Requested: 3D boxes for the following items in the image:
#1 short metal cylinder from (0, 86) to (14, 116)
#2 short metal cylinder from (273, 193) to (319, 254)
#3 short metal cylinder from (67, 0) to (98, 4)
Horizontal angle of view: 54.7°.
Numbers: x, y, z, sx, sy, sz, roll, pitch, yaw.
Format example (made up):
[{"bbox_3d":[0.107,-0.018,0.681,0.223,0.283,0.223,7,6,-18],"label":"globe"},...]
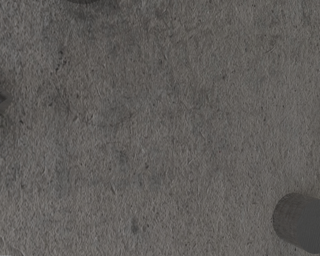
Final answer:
[{"bbox_3d":[-0.196,-0.019,0.308,0.050,0.080,0.080,42,77,-15],"label":"short metal cylinder"},{"bbox_3d":[0.224,0.145,0.478,0.081,0.050,0.080,0,90,-20],"label":"short metal cylinder"},{"bbox_3d":[-0.092,-0.194,0.361,0.081,0.050,0.080,0,90,-20],"label":"short metal cylinder"}]
